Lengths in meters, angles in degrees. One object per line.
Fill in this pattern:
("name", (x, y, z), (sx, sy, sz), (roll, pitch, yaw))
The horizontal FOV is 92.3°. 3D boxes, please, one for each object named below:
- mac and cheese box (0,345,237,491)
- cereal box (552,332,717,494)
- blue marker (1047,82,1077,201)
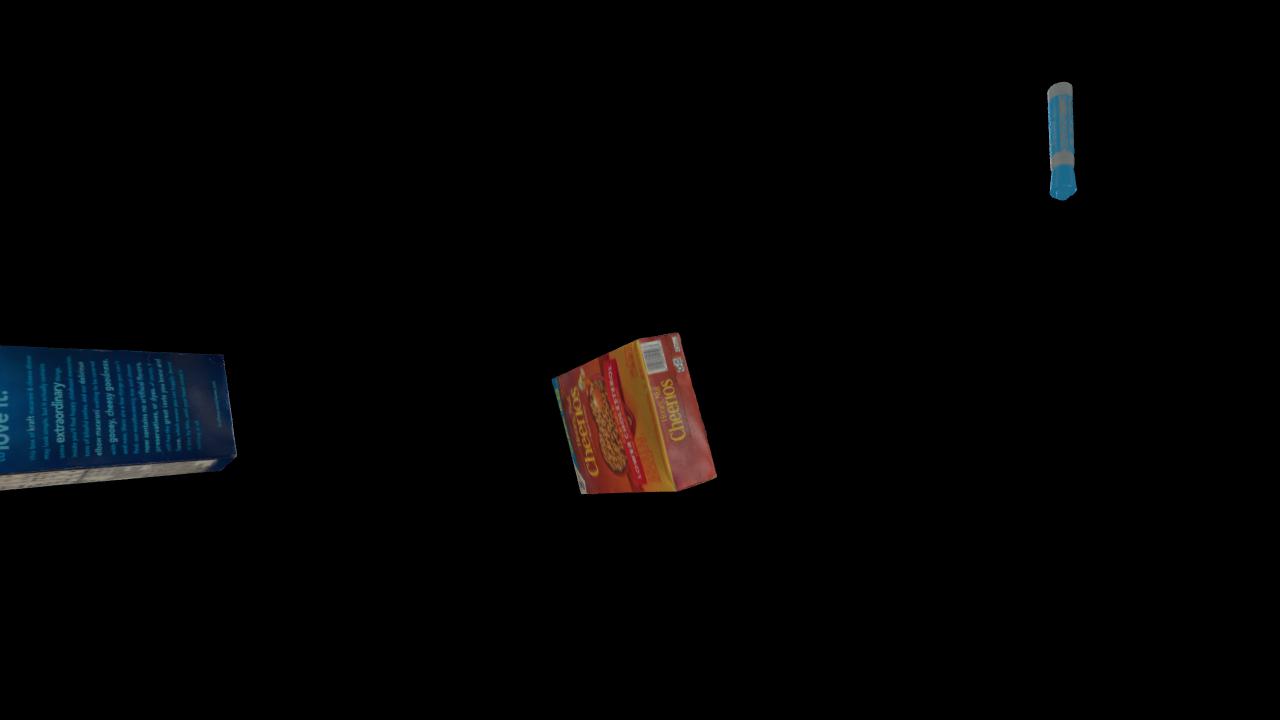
("mac and cheese box", (-0.394, 0.039, 0.428), (0.041, 0.093, 0.184), (-31, -21, 32))
("cereal box", (-0.025, 0.093, 0.915), (0.081, 0.203, 0.306), (-12, -5, -31))
("blue marker", (0.363, -0.188, 0.529), (0.020, 0.121, 0.020), (12, -22, 5))
